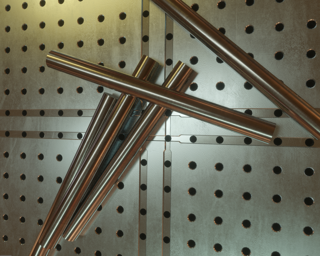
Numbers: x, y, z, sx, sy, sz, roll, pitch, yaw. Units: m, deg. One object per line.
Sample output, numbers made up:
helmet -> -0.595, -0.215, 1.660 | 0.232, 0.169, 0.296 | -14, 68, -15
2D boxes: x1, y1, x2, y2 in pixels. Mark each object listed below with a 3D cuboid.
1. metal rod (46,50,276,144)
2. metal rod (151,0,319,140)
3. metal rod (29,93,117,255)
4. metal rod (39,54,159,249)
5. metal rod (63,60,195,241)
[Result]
metal rod -> -0.010, -0.044, 0.386 | 0.301, 0.025, 0.025 | 20, 97, 14
metal rod -> 0.081, -0.097, 0.383 | 0.300, 0.025, 0.025 | 44, 104, 14
metal rod -> -0.133, 0.087, 0.457 | 0.025, 0.025, 0.298 | 29, 99, 17
metal rod -> -0.086, 0.036, 0.429 | 0.025, 0.025, 0.299 | 32, 95, 17
metal rod -> -0.050, 0.039, 0.429 | 0.025, 0.025, 0.299 | 39, 102, 15
